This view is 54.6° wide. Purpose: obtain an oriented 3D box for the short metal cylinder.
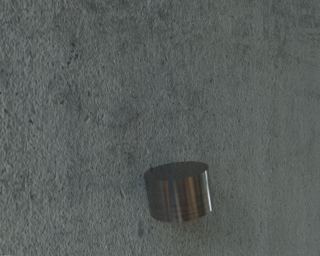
[{"bbox_3d":[0.024,0.077,0.388,0.081,0.080,0.050,-14,99,-39],"label":"short metal cylinder"}]
